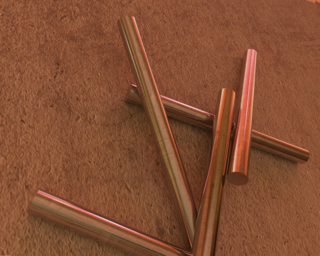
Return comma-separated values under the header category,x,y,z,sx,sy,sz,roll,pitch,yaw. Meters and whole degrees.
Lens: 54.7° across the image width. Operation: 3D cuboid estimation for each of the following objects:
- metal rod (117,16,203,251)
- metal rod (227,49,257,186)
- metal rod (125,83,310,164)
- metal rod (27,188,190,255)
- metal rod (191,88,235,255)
category,x,y,z,sx,sy,sz,roll,pitch,yaw
metal rod,-0.001,-0.005,0.381,0.025,0.025,0.299,-9,74,-32
metal rod,0.130,-0.038,0.470,0.025,0.025,0.301,31,44,-9
metal rod,0.095,-0.001,0.454,0.302,0.025,0.025,19,54,-17
metal rod,0.011,0.136,0.326,0.301,0.025,0.025,27,53,-12
metal rod,0.063,0.065,0.362,0.025,0.025,0.300,26,52,-12
